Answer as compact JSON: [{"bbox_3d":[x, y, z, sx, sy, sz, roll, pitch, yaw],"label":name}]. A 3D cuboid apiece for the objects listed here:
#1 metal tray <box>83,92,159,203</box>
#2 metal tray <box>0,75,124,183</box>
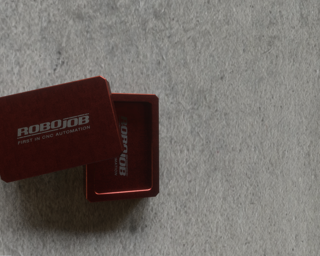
[{"bbox_3d":[-0.049,0.022,0.389,0.091,0.030,0.129,0,90,-21],"label":"metal tray"},{"bbox_3d":[-0.113,0.001,0.342,0.131,0.030,0.089,-13,91,-3],"label":"metal tray"}]
